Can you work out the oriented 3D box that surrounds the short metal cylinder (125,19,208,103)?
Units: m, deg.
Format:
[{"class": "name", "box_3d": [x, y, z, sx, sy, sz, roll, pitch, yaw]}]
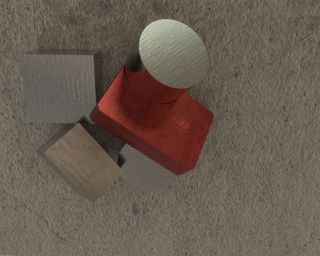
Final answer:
[{"class": "short metal cylinder", "box_3d": [0.006, -0.073, 0.350, 0.081, 0.050, 0.080, 6, 74, -22]}]

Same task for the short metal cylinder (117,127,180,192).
[{"class": "short metal cylinder", "box_3d": [-0.013, 0.037, 0.412, 0.081, 0.050, 0.079, 0, 110, 0]}]

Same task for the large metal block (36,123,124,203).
[{"class": "large metal block", "box_3d": [-0.103, 0.042, 0.389, 0.050, 0.080, 0.080, -46, 108, -22]}]

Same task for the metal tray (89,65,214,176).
[{"class": "metal tray", "box_3d": [-0.005, -0.014, 0.372, 0.130, 0.090, 0.030, 34, 146, -12]}]

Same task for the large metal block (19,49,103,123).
[{"class": "large metal block", "box_3d": [-0.114, -0.052, 0.375, 0.081, 0.050, 0.079, 1, 110, -1]}]
